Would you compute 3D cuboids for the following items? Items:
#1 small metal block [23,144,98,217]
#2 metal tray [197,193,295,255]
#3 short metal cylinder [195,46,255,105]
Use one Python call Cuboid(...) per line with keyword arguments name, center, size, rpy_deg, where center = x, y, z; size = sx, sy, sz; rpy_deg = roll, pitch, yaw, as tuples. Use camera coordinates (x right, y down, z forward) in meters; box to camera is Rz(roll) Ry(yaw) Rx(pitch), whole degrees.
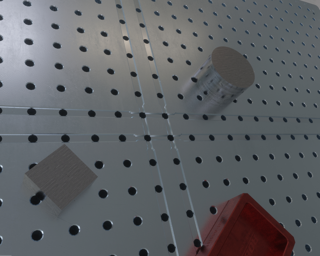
Cuboid(name="small metal block", center=(-0.103, 0.053, 0.321), size=(0.050, 0.025, 0.050), rpy_deg=(44, 51, 2))
Cuboid(name="metal tray", center=(0.099, 0.153, 0.364), size=(0.090, 0.030, 0.131), rpy_deg=(44, 51, 2))
Cuboid(name="short metal cylinder", center=(0.104, -0.084, 0.499), size=(0.081, 0.050, 0.080), rpy_deg=(14, 56, -21))
